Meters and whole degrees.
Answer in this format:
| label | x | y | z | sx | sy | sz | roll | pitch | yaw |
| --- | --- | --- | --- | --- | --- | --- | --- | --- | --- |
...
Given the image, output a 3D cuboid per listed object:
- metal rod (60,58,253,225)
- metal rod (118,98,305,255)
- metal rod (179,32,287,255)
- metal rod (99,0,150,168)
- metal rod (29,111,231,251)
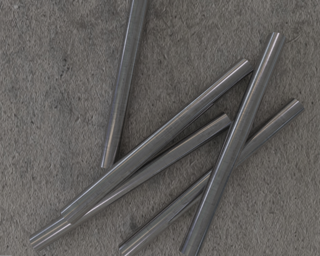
| label | x | y | z | sx | sy | sz | roll | pitch | yaw |
| --- | --- | --- | --- | --- | --- | --- | --- | --- | --- |
| metal rod | 0.000 | 0.013 | 0.397 | 0.301 | 0.025 | 0.025 | -40 | 90 | -5 |
| metal rod | 0.068 | 0.066 | 0.410 | 0.300 | 0.025 | 0.025 | -40 | 90 | 0 |
| metal rod | 0.095 | 0.015 | 0.390 | 0.025 | 0.025 | 0.299 | 24 | 82 | 0 |
| metal rod | -0.040 | -0.095 | 0.409 | 0.025 | 0.025 | 0.298 | 11 | 90 | 0 |
| metal rod | -0.037 | 0.070 | 0.409 | 0.301 | 0.025 | 0.025 | -33 | 90 | 0 |
